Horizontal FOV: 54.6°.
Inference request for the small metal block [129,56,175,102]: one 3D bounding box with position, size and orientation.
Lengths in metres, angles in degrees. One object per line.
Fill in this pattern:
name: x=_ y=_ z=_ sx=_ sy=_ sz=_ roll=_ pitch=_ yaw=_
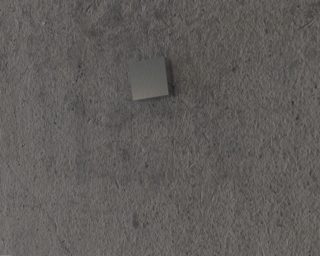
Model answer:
small metal block: x=-0.011 y=-0.064 z=0.413 sx=0.050 sy=0.025 sz=0.050 roll=-7 pitch=88 yaw=20
